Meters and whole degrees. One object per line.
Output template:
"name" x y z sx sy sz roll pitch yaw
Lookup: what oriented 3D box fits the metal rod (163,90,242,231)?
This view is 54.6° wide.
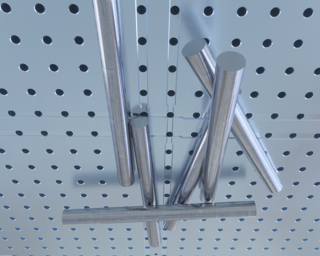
"metal rod" 0.052 0.064 0.465 0.025 0.025 0.298 10 130 -9

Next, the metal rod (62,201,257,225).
"metal rod" -0.003 0.135 0.491 0.301 0.025 0.025 -3 130 2

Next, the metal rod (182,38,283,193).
"metal rod" 0.107 0.008 0.392 0.025 0.025 0.300 -24 134 19

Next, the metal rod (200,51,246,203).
"metal rod" 0.069 0.028 0.387 0.025 0.025 0.299 -3 145 2

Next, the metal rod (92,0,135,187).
"metal rod" -0.053 -0.032 0.383 0.025 0.025 0.298 -1 130 0

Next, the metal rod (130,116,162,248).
"metal rod" -0.018 0.105 0.500 0.025 0.025 0.298 -3 130 2
